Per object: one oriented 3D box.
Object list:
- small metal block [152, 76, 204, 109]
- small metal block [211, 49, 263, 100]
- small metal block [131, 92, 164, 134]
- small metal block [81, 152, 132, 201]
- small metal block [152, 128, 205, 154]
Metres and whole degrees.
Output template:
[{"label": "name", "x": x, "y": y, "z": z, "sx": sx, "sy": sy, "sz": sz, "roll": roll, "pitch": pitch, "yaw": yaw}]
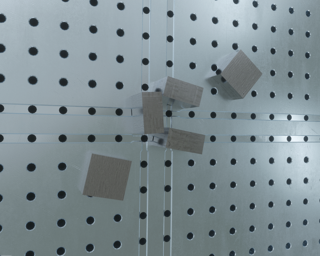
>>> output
[{"label": "small metal block", "x": 0.021, "y": -0.045, "z": 0.407, "sx": 0.050, "sy": 0.050, "sz": 0.025, "roll": 15, "pitch": 85, "yaw": -19}, {"label": "small metal block", "x": 0.113, "y": -0.077, "z": 0.454, "sx": 0.050, "sy": 0.025, "sz": 0.050, "roll": 43, "pitch": 77, "yaw": -15}, {"label": "small metal block", "x": -0.017, "y": -0.018, "z": 0.393, "sx": 0.025, "sy": 0.050, "sz": 0.050, "roll": -4, "pitch": 92, "yaw": -20}, {"label": "small metal block", "x": -0.068, "y": 0.060, "z": 0.388, "sx": 0.050, "sy": 0.025, "sz": 0.050, "roll": 13, "pitch": 86, "yaw": -20}, {"label": "small metal block", "x": 0.024, "y": 0.016, "z": 0.408, "sx": 0.050, "sy": 0.050, "sz": 0.025, "roll": 12, "pitch": 86, "yaw": -20}]
